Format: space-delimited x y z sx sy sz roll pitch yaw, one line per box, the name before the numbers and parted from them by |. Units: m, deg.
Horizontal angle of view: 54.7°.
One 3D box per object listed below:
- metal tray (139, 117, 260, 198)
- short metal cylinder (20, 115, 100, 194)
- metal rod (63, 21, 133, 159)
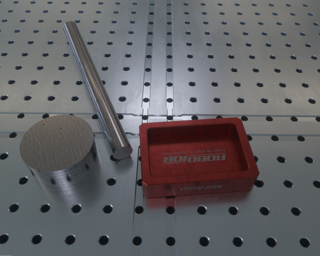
metal tray | 0.042 0.033 0.376 0.131 0.030 0.090 -4 50 -3
short metal cylinder | -0.115 0.030 0.365 0.081 0.050 0.080 0 50 0
metal rod | -0.104 -0.075 0.469 0.025 0.025 0.300 -18 52 -15
